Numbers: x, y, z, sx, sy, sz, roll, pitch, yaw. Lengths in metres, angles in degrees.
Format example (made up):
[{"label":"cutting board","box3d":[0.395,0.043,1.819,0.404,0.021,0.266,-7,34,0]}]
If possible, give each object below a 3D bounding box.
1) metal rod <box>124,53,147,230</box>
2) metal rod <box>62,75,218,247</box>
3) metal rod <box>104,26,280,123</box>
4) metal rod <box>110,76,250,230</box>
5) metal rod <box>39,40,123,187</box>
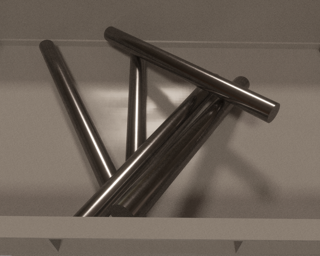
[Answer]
[{"label":"metal rod","box3d":[-0.031,-0.014,0.416,0.025,0.025,0.300,-1,50,-1]},{"label":"metal rod","box3d":[0.003,0.012,0.369,0.025,0.025,0.301,26,47,20]},{"label":"metal rod","box3d":[0.023,-0.086,0.429,0.025,0.025,0.300,-37,52,-27]},{"label":"metal rod","box3d":[0.047,0.002,0.352,0.025,0.025,0.302,25,38,19]},{"label":"metal rod","box3d":[-0.120,-0.034,0.431,0.025,0.025,0.300,-21,53,-17]}]
